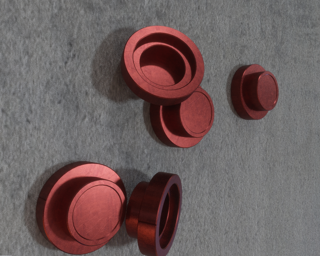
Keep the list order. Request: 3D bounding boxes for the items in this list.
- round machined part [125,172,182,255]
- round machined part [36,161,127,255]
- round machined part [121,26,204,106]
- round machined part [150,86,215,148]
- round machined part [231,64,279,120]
[{"bbox_3d":[-0.008,0.101,0.371,0.098,0.042,0.097,6,91,-71],"label":"round machined part"},{"bbox_3d":[-0.076,0.086,0.332,0.099,0.042,0.097,0,90,-40],"label":"round machined part"},{"bbox_3d":[0.001,-0.072,0.378,0.099,0.042,0.098,6,69,-15],"label":"round machined part"},{"bbox_3d":[0.037,-0.021,0.427,0.099,0.042,0.097,0,90,-40],"label":"round machined part"},{"bbox_3d":[0.170,-0.063,0.540,0.099,0.042,0.097,0,90,-40],"label":"round machined part"}]
